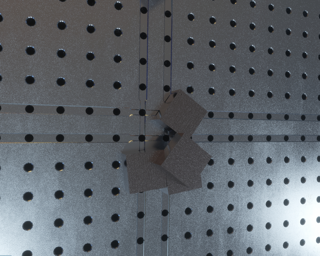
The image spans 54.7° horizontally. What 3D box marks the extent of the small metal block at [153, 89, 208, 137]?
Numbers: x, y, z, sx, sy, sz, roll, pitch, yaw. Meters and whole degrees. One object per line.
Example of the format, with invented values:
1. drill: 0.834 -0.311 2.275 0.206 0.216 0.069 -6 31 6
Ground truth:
1. small metal block: 0.028 -0.017 0.424 0.050 0.025 0.050 37 78 -17

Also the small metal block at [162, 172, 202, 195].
1. small metal block: 0.027 0.060 0.424 0.050 0.025 0.050 -8 93 -21

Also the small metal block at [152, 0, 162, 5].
1. small metal block: 0.001 -0.203 0.414 0.050 0.025 0.050 -40 103 -16

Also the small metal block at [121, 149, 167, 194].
1. small metal block: -0.021 0.055 0.406 0.050 0.025 0.050 -6 92 -20

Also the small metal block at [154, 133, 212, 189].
1. small metal block: 0.030 0.041 0.398 0.050 0.025 0.050 40 77 -16
